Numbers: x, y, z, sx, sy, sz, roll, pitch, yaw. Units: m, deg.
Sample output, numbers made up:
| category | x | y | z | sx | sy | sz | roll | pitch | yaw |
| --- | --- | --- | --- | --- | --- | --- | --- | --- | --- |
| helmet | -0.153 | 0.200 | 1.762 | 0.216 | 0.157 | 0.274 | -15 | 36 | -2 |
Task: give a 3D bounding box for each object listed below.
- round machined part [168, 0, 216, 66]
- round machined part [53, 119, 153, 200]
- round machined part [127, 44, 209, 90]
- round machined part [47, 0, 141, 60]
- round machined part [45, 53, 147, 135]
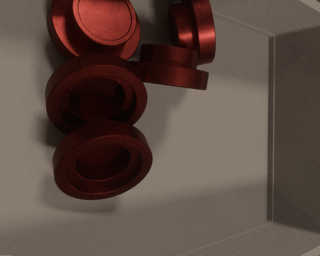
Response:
| category | x | y | z | sx | sy | sz | roll | pitch | yaw |
| --- | --- | --- | --- | --- | --- | --- | --- | --- | --- |
| round machined part | 0.038 | -0.130 | 0.406 | 0.042 | 0.098 | 0.097 | -12 | 100 | -2 |
| round machined part | -0.061 | 0.029 | 0.324 | 0.099 | 0.042 | 0.097 | -13 | 136 | -13 |
| round machined part | 0.009 | -0.072 | 0.365 | 0.099 | 0.098 | 0.042 | 0 | 101 | -40 |
| round machined part | -0.065 | -0.113 | 0.329 | 0.099 | 0.042 | 0.097 | 5 | 80 | -29 |
| round machined part | -0.066 | -0.036 | 0.319 | 0.099 | 0.098 | 0.042 | 20 | 34 | -39 |
